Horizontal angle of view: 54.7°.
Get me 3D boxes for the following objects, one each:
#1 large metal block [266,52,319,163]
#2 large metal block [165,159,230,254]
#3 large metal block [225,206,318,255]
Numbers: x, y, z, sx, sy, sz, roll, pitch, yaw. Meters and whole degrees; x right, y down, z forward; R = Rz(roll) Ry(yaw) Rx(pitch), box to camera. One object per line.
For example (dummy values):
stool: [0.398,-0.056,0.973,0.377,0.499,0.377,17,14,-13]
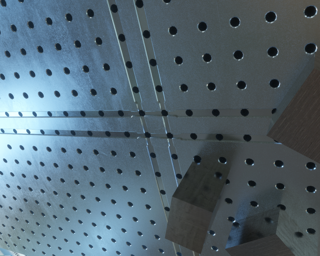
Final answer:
large metal block: [0.164,-0.014,0.300,0.080,0.050,0.079,29,128,9]
large metal block: [0.050,0.102,0.412,0.050,0.080,0.079,19,126,17]
large metal block: [0.150,0.162,0.416,0.080,0.050,0.080,48,128,-6]
